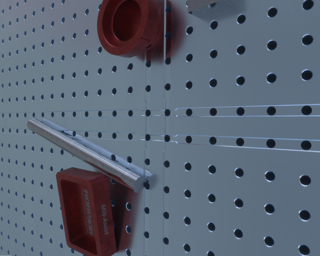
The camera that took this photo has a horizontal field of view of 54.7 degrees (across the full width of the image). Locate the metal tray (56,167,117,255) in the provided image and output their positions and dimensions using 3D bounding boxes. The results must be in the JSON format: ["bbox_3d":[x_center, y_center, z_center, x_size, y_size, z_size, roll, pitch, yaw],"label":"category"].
[{"bbox_3d":[-0.115,0.132,0.482,0.090,0.030,0.129,4,104,39],"label":"metal tray"}]

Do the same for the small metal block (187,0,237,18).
[{"bbox_3d":[0.059,-0.162,0.360,0.050,0.025,0.050,-5,87,39],"label":"small metal block"}]

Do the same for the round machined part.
[{"bbox_3d":[-0.039,-0.146,0.428,0.098,0.042,0.097,0,90,39],"label":"round machined part"}]

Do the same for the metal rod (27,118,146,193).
[{"bbox_3d":[-0.139,0.036,0.521,0.300,0.025,0.025,21,103,37],"label":"metal rod"}]
